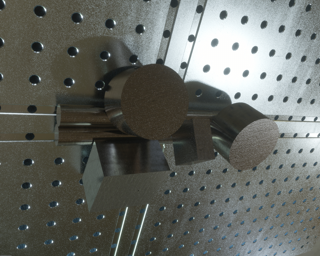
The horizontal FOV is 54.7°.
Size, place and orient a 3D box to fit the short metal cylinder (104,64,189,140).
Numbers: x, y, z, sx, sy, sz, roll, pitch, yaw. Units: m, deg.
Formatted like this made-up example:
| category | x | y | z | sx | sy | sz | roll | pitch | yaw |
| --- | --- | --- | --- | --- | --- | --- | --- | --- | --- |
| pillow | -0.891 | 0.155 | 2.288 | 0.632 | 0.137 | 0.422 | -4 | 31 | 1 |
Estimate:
| category | x | y | z | sx | sy | sz | roll | pitch | yaw |
| --- | --- | --- | --- | --- | --- | --- | --- | --- | --- |
| short metal cylinder | -0.015 | -0.029 | 0.346 | 0.081 | 0.050 | 0.079 | -3 | 96 | -29 |

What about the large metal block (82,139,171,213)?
| category | x | y | z | sx | sy | sz | roll | pitch | yaw |
| --- | --- | --- | --- | --- | --- | --- | --- | --- | --- |
| large metal block | -0.045 | 0.058 | 0.384 | 0.081 | 0.050 | 0.079 | -1 | 139 | -28 |

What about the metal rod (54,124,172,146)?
| category | x | y | z | sx | sy | sz | roll | pitch | yaw |
| --- | --- | --- | --- | --- | --- | --- | --- | --- | --- |
| metal rod | 0.016 | 0.009 | 0.421 | 0.303 | 0.025 | 0.025 | 0 | 118 | -29 |

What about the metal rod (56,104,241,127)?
| category | x | y | z | sx | sy | sz | roll | pitch | yaw |
| --- | --- | --- | --- | --- | --- | --- | --- | --- | --- |
| metal rod | 0.022 | -0.013 | 0.411 | 0.303 | 0.025 | 0.025 | 0 | 118 | -29 |

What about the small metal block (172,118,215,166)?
| category | x | y | z | sx | sy | sz | roll | pitch | yaw |
| --- | --- | --- | --- | --- | --- | --- | --- | --- | --- |
| small metal block | 0.040 | 0.019 | 0.388 | 0.025 | 0.050 | 0.050 | 1 | 76 | -29 |

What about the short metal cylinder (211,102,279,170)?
| category | x | y | z | sx | sy | sz | roll | pitch | yaw |
| --- | --- | --- | --- | --- | --- | --- | --- | --- | --- |
| short metal cylinder | 0.114 | 0.011 | 0.428 | 0.081 | 0.050 | 0.079 | -14 | 124 | -21 |
